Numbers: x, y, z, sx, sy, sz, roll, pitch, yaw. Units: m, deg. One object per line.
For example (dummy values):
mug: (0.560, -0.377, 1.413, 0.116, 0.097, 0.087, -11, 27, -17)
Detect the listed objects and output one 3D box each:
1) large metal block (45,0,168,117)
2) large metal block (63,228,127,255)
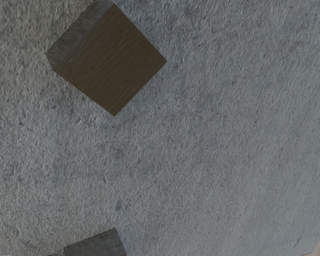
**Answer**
large metal block: (-0.054, -0.072, 0.316, 0.080, 0.050, 0.080, -46, 129, 4)
large metal block: (-0.093, 0.210, 0.470, 0.081, 0.050, 0.079, -16, 125, -20)
